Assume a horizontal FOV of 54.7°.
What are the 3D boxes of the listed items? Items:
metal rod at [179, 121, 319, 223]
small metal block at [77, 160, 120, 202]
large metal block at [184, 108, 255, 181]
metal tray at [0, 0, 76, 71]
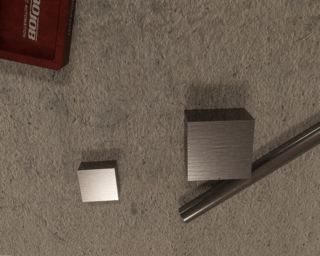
[{"bbox_3d":[0.156,0.046,0.428,0.300,0.025,0.025,-35,107,11],"label":"metal rod"},{"bbox_3d":[-0.085,0.075,0.436,0.050,0.025,0.050,-3,110,1],"label":"small metal block"},{"bbox_3d":[0.074,0.020,0.405,0.081,0.050,0.079,-2,110,0],"label":"large metal block"},{"bbox_3d":[-0.147,-0.140,0.353,0.091,0.030,0.129,12,110,-5],"label":"metal tray"}]
